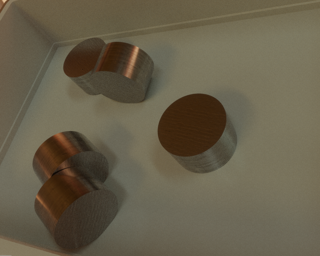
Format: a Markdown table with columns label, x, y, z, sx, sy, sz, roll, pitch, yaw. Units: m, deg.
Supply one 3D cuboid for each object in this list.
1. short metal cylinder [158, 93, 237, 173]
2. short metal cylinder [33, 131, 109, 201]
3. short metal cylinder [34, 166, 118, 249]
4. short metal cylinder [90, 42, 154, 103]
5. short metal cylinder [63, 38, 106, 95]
| label | x | y | z | sx | sy | sz | roll | pitch | yaw |
| --- | --- | --- | --- | --- | --- | --- | --- | --- | --- |
| short metal cylinder | 0.044 | 0.007 | 0.362 | 0.080 | 0.050 | 0.080 | -13 | 56 | 21 |
| short metal cylinder | -0.114 | 0.051 | 0.400 | 0.080 | 0.080 | 0.050 | -48 | 51 | -5 |
| short metal cylinder | -0.098 | 0.093 | 0.365 | 0.050 | 0.080 | 0.080 | 34 | 81 | 38 |
| short metal cylinder | -0.054 | -0.078 | 0.447 | 0.080 | 0.080 | 0.050 | 2 | 63 | 29 |
| short metal cylinder | -0.110 | -0.101 | 0.510 | 0.080 | 0.050 | 0.080 | -13 | 56 | 21 |
